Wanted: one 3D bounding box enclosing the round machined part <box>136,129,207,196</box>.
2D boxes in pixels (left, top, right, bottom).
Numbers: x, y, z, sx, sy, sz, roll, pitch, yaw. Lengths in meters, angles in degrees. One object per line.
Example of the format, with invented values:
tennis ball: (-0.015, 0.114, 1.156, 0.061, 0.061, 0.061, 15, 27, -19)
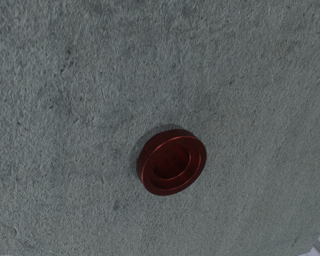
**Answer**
round machined part: (0.012, 0.043, 0.432, 0.099, 0.042, 0.097, -14, 125, -21)
